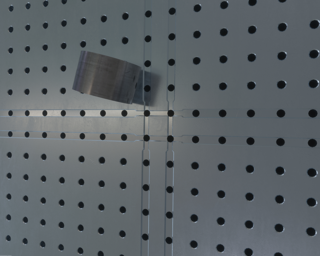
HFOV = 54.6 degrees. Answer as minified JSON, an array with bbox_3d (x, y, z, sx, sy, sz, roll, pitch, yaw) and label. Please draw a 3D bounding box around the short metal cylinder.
[{"bbox_3d":[-0.069,-0.066,0.408,0.080,0.080,0.050,17,96,19],"label":"short metal cylinder"}]
